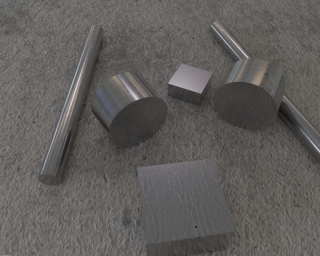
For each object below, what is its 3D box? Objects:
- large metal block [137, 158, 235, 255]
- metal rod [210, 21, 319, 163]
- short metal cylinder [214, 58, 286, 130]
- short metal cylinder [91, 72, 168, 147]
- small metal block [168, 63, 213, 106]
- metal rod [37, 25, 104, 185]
[{"bbox_3d":[0.022,0.083,0.318,0.081,0.050,0.080,-6,50,-6],"label":"large metal block"},{"bbox_3d":[0.152,-0.073,0.465,0.025,0.025,0.300,-16,52,-13],"label":"metal rod"},{"bbox_3d":[0.117,-0.044,0.405,0.080,0.080,0.050,20,53,16],"label":"short metal cylinder"},{"bbox_3d":[-0.038,-0.022,0.386,0.081,0.080,0.050,-25,55,-20],"label":"short metal cylinder"},{"bbox_3d":[0.045,-0.065,0.458,0.050,0.025,0.050,20,53,16],"label":"small metal block"},{"bbox_3d":[-0.119,-0.056,0.448,0.025,0.025,0.300,2,50,2],"label":"metal rod"}]
